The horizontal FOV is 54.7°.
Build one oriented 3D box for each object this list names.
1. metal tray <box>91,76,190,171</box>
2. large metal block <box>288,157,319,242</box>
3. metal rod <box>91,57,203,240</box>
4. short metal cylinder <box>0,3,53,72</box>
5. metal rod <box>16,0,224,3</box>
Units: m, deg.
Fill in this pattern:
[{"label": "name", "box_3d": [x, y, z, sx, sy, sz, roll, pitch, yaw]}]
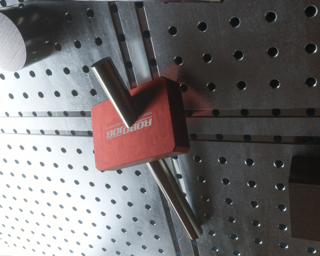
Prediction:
[{"label": "metal tray", "box_3d": [-0.030, -0.001, 0.391, 0.130, 0.030, 0.090, -18, 73, 34]}, {"label": "large metal block", "box_3d": [0.190, 0.081, 0.345, 0.080, 0.050, 0.080, 0, 119, 28]}, {"label": "metal rod", "box_3d": [-0.006, 0.045, 0.416, 0.025, 0.025, 0.299, -9, 122, 32]}, {"label": "short metal cylinder", "box_3d": [-0.194, -0.123, 0.419, 0.080, 0.050, 0.079, 13, 124, 20]}, {"label": "metal rod", "box_3d": [-0.077, -0.158, 0.352, 0.301, 0.025, 0.025, 10, 123, 22]}]
